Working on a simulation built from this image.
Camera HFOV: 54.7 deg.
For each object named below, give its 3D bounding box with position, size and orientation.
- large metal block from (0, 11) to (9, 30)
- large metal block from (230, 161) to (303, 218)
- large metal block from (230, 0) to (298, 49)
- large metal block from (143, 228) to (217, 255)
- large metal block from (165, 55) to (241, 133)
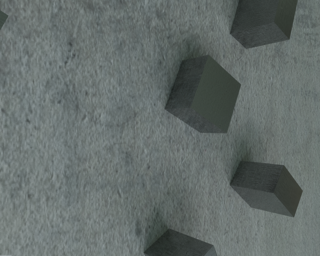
[{"bbox_3d":[-0.181,-0.073,0.237,0.080,0.050,0.080,32,70,-36],"label":"large metal block"},{"bbox_3d":[0.180,0.102,0.523,0.080,0.080,0.050,45,63,-31],"label":"large metal block"},{"bbox_3d":[0.174,-0.187,0.517,0.050,0.080,0.080,27,73,-37],"label":"large metal block"},{"bbox_3d":[0.035,0.188,0.401,0.050,0.080,0.080,-33,111,-35],"label":"large metal block"},{"bbox_3d":[0.064,-0.045,0.444,0.080,0.050,0.080,31,70,-36],"label":"large metal block"}]
